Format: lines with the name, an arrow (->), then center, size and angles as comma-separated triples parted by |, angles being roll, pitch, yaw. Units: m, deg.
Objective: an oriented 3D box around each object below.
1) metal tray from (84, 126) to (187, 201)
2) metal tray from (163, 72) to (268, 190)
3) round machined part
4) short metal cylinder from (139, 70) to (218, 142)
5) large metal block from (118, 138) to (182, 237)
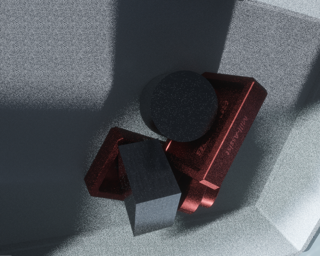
metal tray -> -0.025, 0.058, 0.426 | 0.131, 0.030, 0.090 | 19, 108, -36
metal tray -> 0.061, -0.002, 0.378 | 0.030, 0.090, 0.130 | 31, 85, -35
round machined part -> 0.056, 0.073, 0.433 | 0.042, 0.098, 0.097 | 19, 112, -4
short metal cylinder -> 0.021, -0.026, 0.368 | 0.081, 0.050, 0.079 | -2, 96, -17
large metal block -> -0.017, 0.072, 0.378 | 0.050, 0.080, 0.079 | -10, 139, -16
